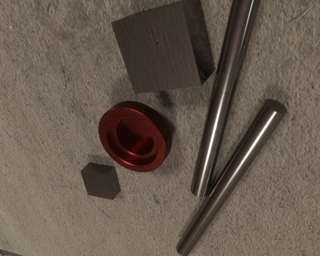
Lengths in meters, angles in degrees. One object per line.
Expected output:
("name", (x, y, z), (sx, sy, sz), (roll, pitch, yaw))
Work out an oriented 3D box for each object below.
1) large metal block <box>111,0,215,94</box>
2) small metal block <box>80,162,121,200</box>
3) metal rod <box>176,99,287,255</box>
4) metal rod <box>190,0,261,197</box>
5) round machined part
("large metal block", (0.006, -0.087, 0.333), (0.080, 0.050, 0.080), (-3, 117, 29))
("small metal block", (-0.097, 0.087, 0.510), (0.050, 0.025, 0.050), (5, 121, 25))
("metal rod", (0.081, 0.088, 0.417), (0.025, 0.025, 0.298), (28, 128, 10))
("metal rod", (0.070, -0.035, 0.347), (0.025, 0.025, 0.298), (19, 126, 17))
("round machined part", (-0.029, 0.008, 0.415), (0.098, 0.042, 0.097), (13, 124, 20))
